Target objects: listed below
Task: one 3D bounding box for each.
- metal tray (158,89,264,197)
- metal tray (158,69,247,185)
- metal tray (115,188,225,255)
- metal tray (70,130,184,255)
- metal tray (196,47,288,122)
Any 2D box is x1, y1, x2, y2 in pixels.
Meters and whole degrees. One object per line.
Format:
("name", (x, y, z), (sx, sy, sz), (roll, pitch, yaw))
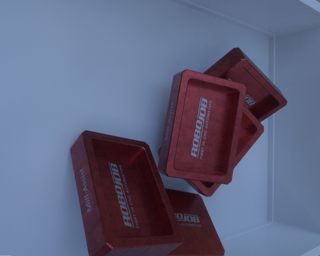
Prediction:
("metal tray", (0.073, 0.017, 0.430), (0.090, 0.030, 0.130), (45, 77, -14))
("metal tray", (0.054, 0.000, 0.391), (0.091, 0.030, 0.129), (11, 87, -18))
("metal tray", (0.014, 0.120, 0.382), (0.131, 0.030, 0.090), (19, 36, -39))
("metal tray", (-0.037, 0.067, 0.323), (0.091, 0.030, 0.130), (14, 40, -39))
("metal tray", (0.120, -0.050, 0.467), (0.131, 0.090, 0.030), (31, 32, -36))
